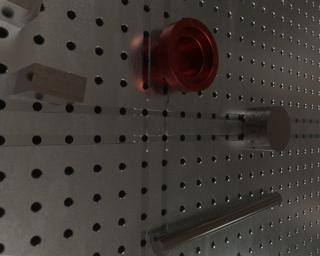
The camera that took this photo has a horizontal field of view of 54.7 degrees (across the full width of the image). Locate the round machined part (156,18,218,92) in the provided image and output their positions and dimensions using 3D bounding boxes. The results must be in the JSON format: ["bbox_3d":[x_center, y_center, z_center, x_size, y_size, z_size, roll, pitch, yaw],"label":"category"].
[{"bbox_3d":[0.033,-0.097,0.428,0.099,0.042,0.097,0,90,-40],"label":"round machined part"}]

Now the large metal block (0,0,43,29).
[{"bbox_3d":[-0.145,-0.147,0.272,0.080,0.050,0.080,18,79,-39],"label":"large metal block"}]

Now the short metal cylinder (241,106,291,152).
[{"bbox_3d":[0.191,0.001,0.557,0.081,0.050,0.079,0,90,-40],"label":"short metal cylinder"}]

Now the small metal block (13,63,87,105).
[{"bbox_3d":[-0.108,-0.041,0.304,0.050,0.050,0.025,12,82,-40],"label":"small metal block"}]

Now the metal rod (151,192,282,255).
[{"bbox_3d":[0.111,0.147,0.505,0.302,0.025,0.025,-5,93,-40],"label":"metal rod"}]
